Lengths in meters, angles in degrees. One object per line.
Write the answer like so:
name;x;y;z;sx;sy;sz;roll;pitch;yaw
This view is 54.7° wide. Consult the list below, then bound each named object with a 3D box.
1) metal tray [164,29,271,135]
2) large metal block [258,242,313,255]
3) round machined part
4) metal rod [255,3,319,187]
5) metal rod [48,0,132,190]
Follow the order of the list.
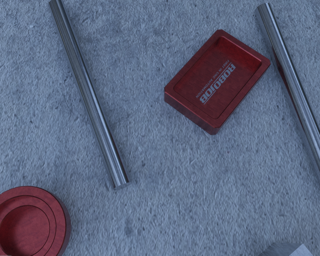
metal tray;0.079;-0.066;0.430;0.090;0.030;0.130;38;74;12
large metal block;0.141;0.168;0.319;0.050;0.080;0.080;-35;74;-12
round machined part;-0.151;0.118;0.354;0.099;0.042;0.098;0;70;-1
metal rod;0.188;-0.046;0.427;0.025;0.025;0.299;-10;70;-4
metal rod;-0.103;-0.058;0.428;0.025;0.025;0.299;-21;72;-8
